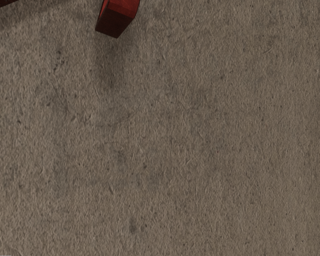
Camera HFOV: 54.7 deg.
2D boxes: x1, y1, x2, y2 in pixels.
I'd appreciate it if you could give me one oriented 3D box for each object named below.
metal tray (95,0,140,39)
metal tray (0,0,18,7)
[{"bbox_3d":[-0.038,-0.180,0.360,0.030,0.090,0.129,17,84,-20],"label":"metal tray"},{"bbox_3d":[-0.174,-0.191,0.341,0.131,0.030,0.090,-32,101,-17],"label":"metal tray"}]
